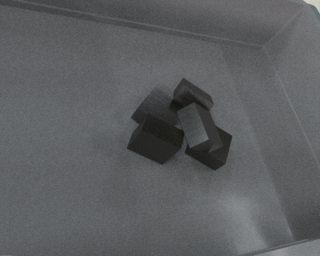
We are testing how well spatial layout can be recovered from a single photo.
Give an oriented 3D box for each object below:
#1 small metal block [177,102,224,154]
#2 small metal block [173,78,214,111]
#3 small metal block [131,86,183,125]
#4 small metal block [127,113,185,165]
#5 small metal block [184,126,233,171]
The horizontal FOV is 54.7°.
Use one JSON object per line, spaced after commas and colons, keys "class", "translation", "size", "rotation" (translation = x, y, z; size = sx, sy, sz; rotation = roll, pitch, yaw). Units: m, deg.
{"class": "small metal block", "translation": [0.051, 0.001, 0.385], "size": [0.050, 0.025, 0.050], "rotation": [22, 45, -57]}
{"class": "small metal block", "translation": [0.047, -0.043, 0.443], "size": [0.050, 0.025, 0.050], "rotation": [32, 19, -8]}
{"class": "small metal block", "translation": [-0.002, -0.020, 0.415], "size": [0.050, 0.025, 0.050], "rotation": [37, 51, -4]}
{"class": "small metal block", "translation": [-0.006, 0.015, 0.376], "size": [0.050, 0.050, 0.025], "rotation": [26, 53, -13]}
{"class": "small metal block", "translation": [0.068, 0.022, 0.428], "size": [0.050, 0.025, 0.050], "rotation": [31, 52, -9]}
